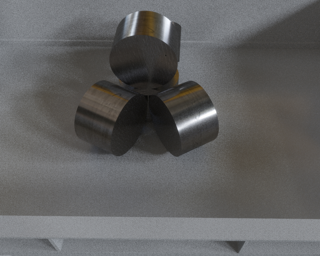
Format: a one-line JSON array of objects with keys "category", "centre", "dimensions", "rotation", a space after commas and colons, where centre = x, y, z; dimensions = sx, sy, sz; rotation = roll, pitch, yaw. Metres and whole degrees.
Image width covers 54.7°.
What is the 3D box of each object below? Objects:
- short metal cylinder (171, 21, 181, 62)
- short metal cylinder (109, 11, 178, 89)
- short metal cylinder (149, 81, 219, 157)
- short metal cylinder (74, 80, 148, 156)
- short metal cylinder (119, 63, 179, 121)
[{"category": "short metal cylinder", "centre": [-0.009, -0.128, 0.466], "dimensions": [0.080, 0.080, 0.050], "rotation": [3, 93, 2]}, {"category": "short metal cylinder", "centre": [-0.018, -0.094, 0.381], "dimensions": [0.080, 0.080, 0.050], "rotation": [2, 50, 2]}, {"category": "short metal cylinder", "centre": [0.027, -0.012, 0.377], "dimensions": [0.050, 0.080, 0.080], "rotation": [-23, 54, -17]}, {"category": "short metal cylinder", "centre": [-0.057, -0.012, 0.377], "dimensions": [0.050, 0.080, 0.080], "rotation": [23, 54, 18]}, {"category": "short metal cylinder", "centre": [-0.015, -0.056, 0.432], "dimensions": [0.080, 0.050, 0.080], "rotation": [0, 50, 0]}]
